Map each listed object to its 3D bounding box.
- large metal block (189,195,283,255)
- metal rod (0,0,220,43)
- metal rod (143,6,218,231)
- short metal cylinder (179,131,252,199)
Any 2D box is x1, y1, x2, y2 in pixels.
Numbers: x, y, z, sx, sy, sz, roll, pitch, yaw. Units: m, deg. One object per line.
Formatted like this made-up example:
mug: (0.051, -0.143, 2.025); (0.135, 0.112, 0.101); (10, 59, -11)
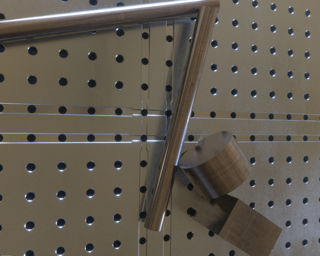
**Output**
large metal block: (0.100, 0.129, 0.420); (0.080, 0.080, 0.050); (36, 79, -17)
metal rod: (-0.060, -0.139, 0.390); (0.302, 0.025, 0.025); (-15, 95, -20)
metal rod: (0.027, -0.013, 0.411); (0.025, 0.025, 0.298); (15, 89, -20)
short metal cylinder: (0.073, 0.047, 0.410); (0.080, 0.080, 0.050); (-38, 102, -16)
